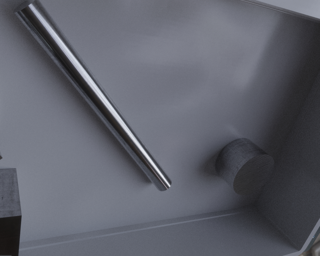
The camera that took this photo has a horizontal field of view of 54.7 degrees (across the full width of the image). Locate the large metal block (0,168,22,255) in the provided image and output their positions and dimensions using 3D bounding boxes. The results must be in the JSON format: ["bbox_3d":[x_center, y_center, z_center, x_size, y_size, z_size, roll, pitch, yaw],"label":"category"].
[{"bbox_3d":[-0.183,0.101,0.336,0.050,0.080,0.079,1,118,-29],"label":"large metal block"}]

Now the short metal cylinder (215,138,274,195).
[{"bbox_3d":[0.139,0.063,0.510,0.081,0.050,0.079,-14,125,-21],"label":"short metal cylinder"}]

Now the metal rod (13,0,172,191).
[{"bbox_3d":[-0.057,-0.013,0.370,0.025,0.025,0.299,-37,130,-4],"label":"metal rod"}]

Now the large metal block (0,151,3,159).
[{"bbox_3d":[-0.191,0.025,0.266,0.080,0.080,0.050,-39,112,-21],"label":"large metal block"}]
